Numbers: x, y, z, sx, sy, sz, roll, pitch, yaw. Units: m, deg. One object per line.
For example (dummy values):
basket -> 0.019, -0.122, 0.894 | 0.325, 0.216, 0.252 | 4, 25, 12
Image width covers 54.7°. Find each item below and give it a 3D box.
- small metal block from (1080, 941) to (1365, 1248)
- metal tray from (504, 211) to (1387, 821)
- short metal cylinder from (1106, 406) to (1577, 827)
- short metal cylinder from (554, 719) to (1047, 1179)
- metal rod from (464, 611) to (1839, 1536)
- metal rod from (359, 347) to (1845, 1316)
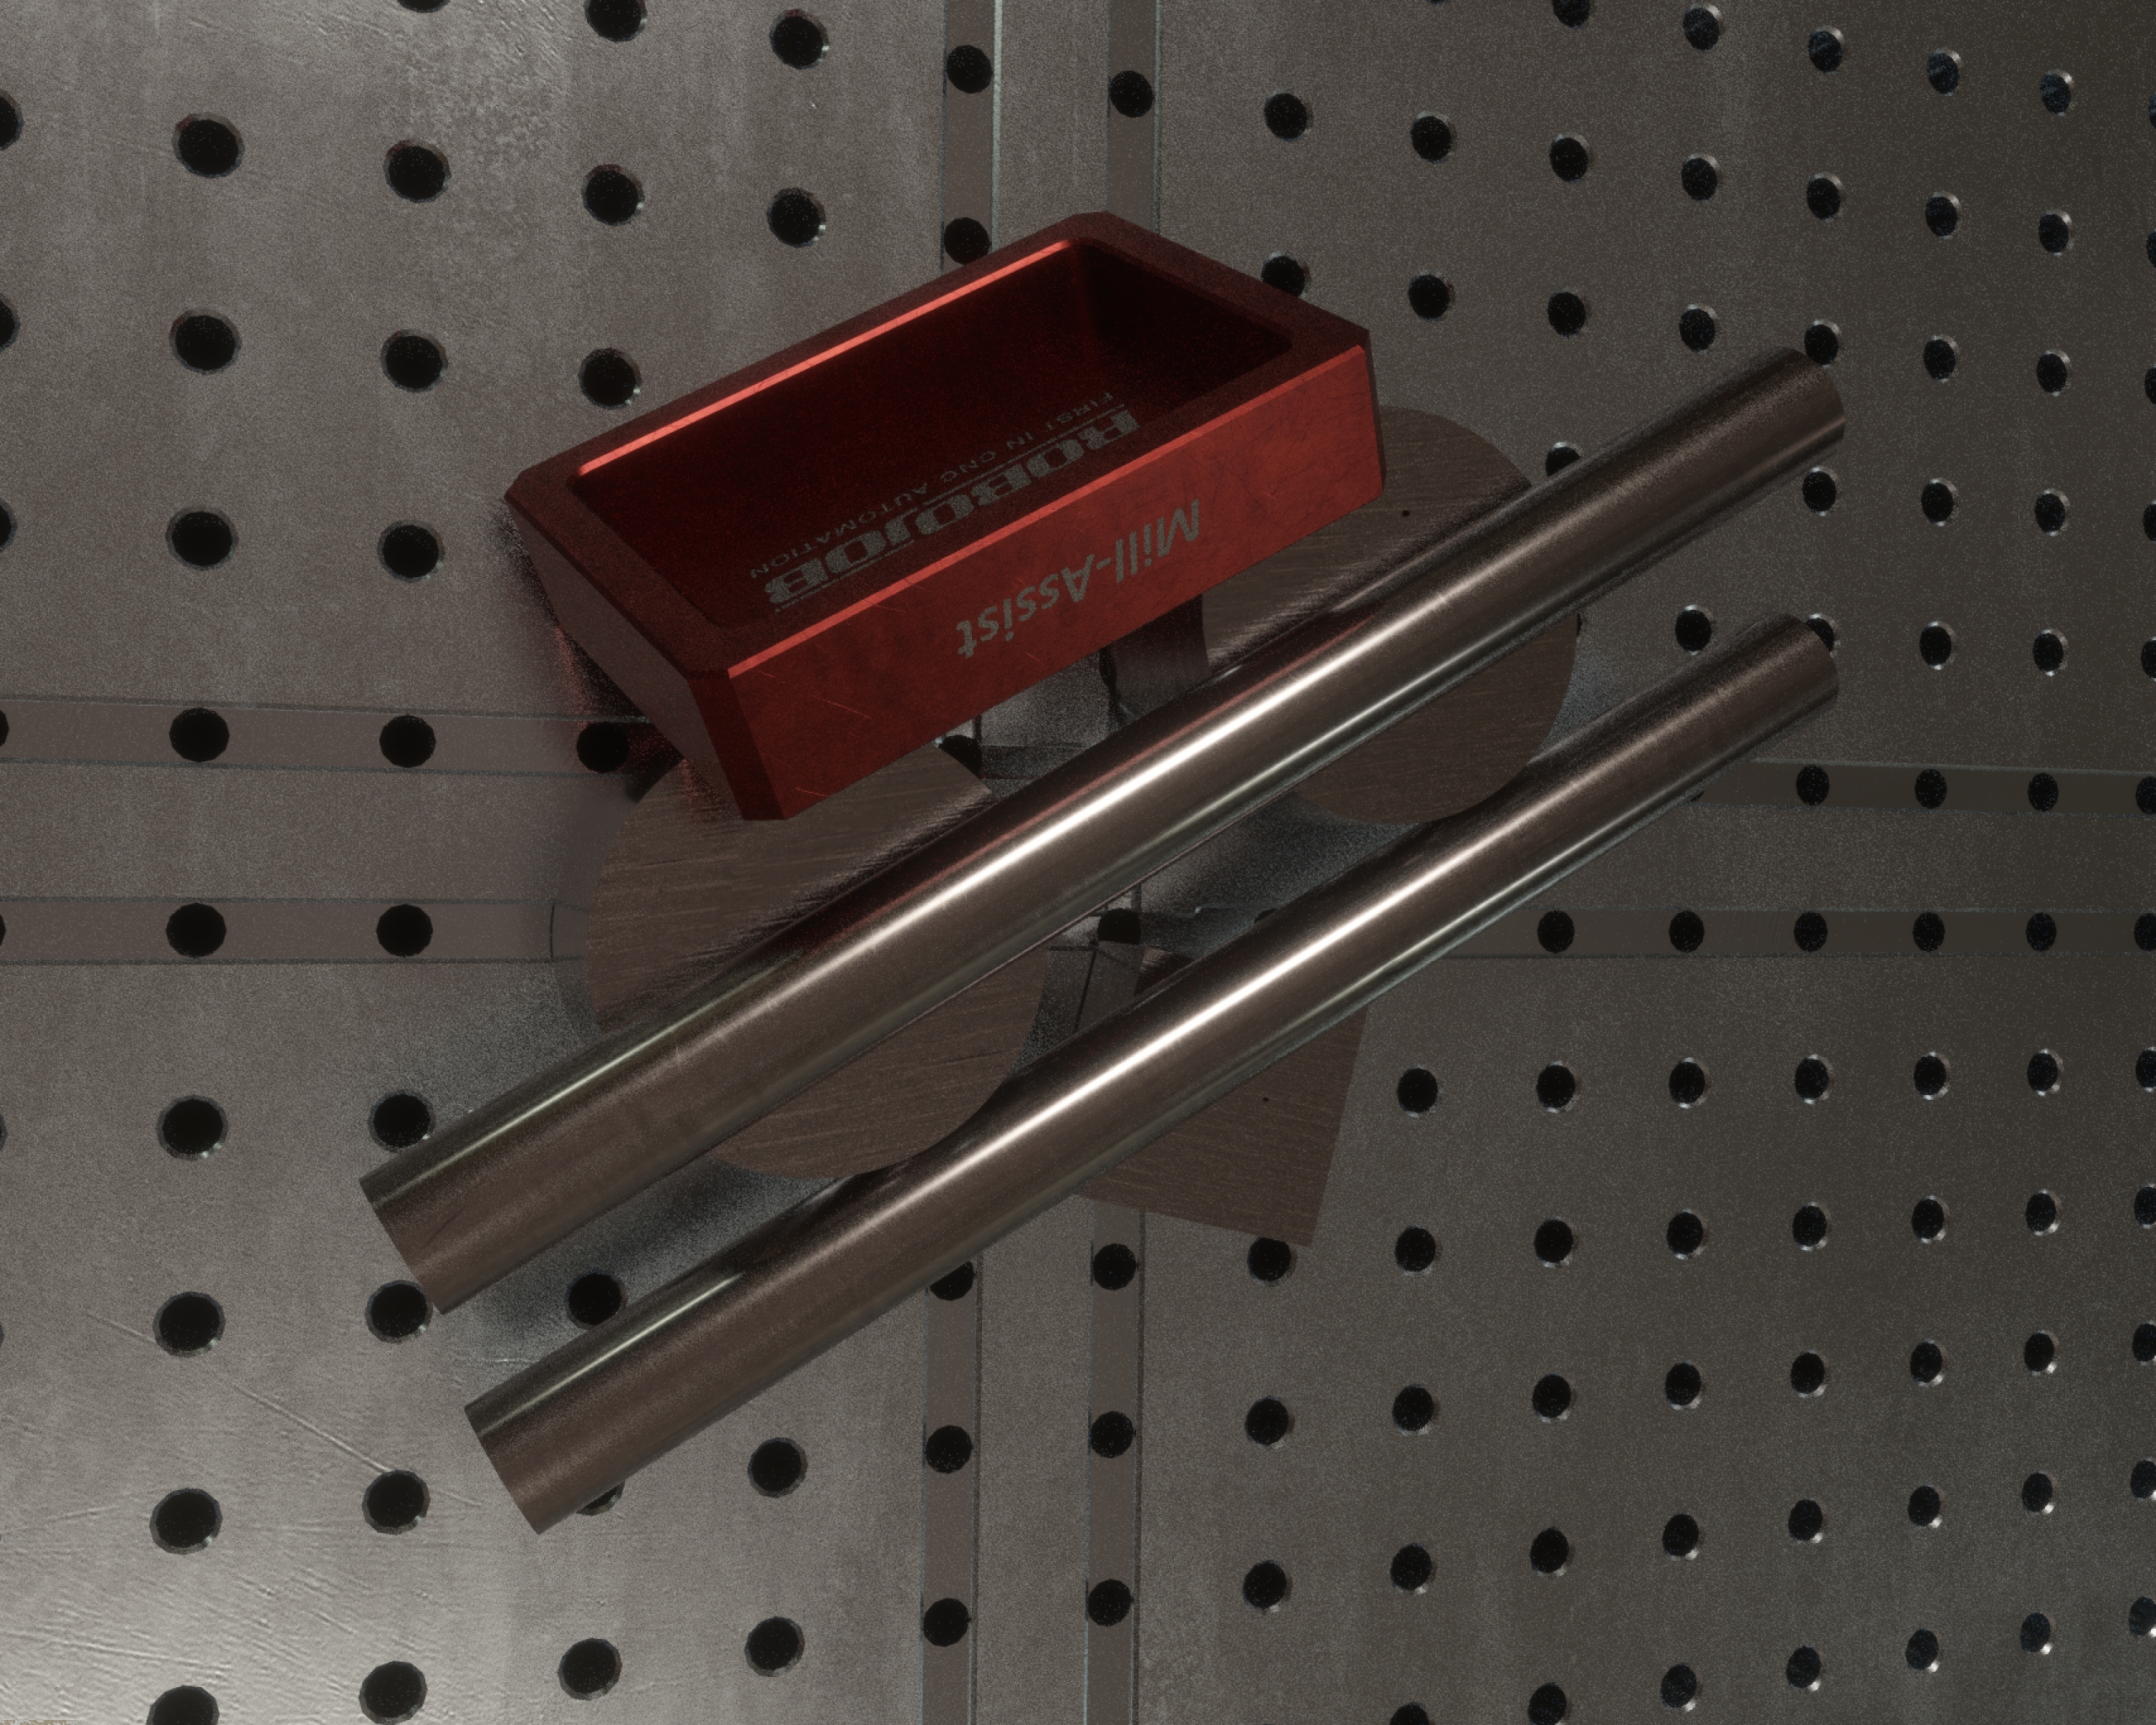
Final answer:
small metal block -> 0.026, 0.047, 0.422 | 0.050, 0.025, 0.050 | 16, 85, -20
metal tray -> -0.023, -0.067, 0.369 | 0.131, 0.090, 0.030 | -30, 132, -18
short metal cylinder -> 0.052, -0.047, 0.420 | 0.081, 0.050, 0.079 | 0, 90, -21
short metal cylinder -> -0.052, 0.014, 0.381 | 0.081, 0.050, 0.079 | 0, 90, -21
metal rod -> 0.028, 0.030, 0.396 | 0.302, 0.025, 0.025 | -30, 100, -18
metal rod -> 0.019, -0.016, 0.366 | 0.302, 0.025, 0.025 | -31, 101, -18
